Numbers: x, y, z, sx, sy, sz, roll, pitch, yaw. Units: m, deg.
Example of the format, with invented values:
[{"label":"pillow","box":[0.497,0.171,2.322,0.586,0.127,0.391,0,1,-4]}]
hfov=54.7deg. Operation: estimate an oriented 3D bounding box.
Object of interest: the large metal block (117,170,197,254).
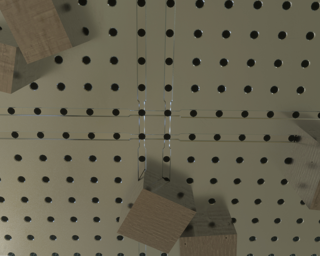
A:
[{"label":"large metal block","box":[-0.005,0.120,0.444,0.080,0.050,0.080,26,108,-10]}]

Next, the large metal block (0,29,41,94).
[{"label":"large metal block","box":[-0.189,-0.082,0.351,0.081,0.080,0.050,14,109,-6]}]

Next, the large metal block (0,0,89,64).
[{"label":"large metal block","box":[-0.125,-0.122,0.337,0.050,0.080,0.080,-18,109,6]}]

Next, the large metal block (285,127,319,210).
[{"label":"large metal block","box":[0.214,0.052,0.406,0.050,0.080,0.079,6,110,-3]}]

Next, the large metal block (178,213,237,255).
[{"label":"large metal block","box":[0.069,0.178,0.467,0.081,0.050,0.079,-3,110,0]}]
